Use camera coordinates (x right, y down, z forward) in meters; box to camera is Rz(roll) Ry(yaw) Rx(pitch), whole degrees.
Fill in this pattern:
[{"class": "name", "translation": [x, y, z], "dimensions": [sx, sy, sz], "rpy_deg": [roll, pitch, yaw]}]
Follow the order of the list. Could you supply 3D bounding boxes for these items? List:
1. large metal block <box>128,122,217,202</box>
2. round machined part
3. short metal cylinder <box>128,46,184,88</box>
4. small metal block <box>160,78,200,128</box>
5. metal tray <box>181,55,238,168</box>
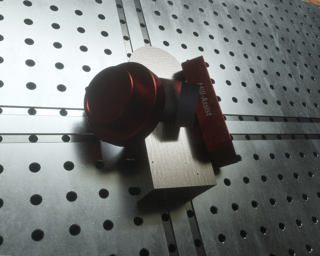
[{"class": "large metal block", "translation": [0.012, 0.040, 0.373], "dimensions": [0.081, 0.050, 0.080], "rpy_deg": [2, 61, -27]}, {"class": "round machined part", "translation": [-0.047, -0.031, 0.350], "dimensions": [0.042, 0.098, 0.098], "rpy_deg": [29, 43, -55]}, {"class": "short metal cylinder", "translation": [-0.012, -0.064, 0.423], "dimensions": [0.081, 0.050, 0.080], "rpy_deg": [14, 56, -21]}, {"class": "small metal block", "translation": [0.019, -0.031, 0.366], "dimensions": [0.025, 0.050, 0.050], "rpy_deg": [2, 103, -31]}, {"class": "metal tray", "translation": [0.067, -0.020, 0.416], "dimensions": [0.030, 0.090, 0.130], "rpy_deg": [-19, 64, 11]}]
